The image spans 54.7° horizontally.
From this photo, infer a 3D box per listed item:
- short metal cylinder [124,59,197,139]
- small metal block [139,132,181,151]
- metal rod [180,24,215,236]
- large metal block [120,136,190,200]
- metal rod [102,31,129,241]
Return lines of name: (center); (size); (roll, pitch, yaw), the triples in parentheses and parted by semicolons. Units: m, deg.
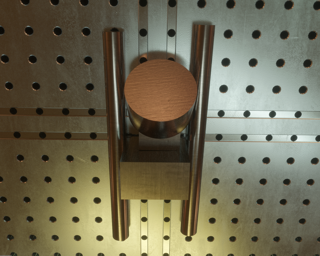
short metal cylinder: (0.001, -0.033, 0.365); (0.081, 0.050, 0.080); (1, 66, -1)
small metal block: (-0.001, 0.007, 0.402); (0.050, 0.050, 0.025); (1, 110, -1)
metal rod: (0.048, 0.017, 0.420); (0.025, 0.025, 0.298); (2, 110, -1)
large metal block: (-0.006, 0.049, 0.399); (0.081, 0.080, 0.050); (1, 110, -1)
metal rod: (-0.058, 0.024, 0.422); (0.025, 0.025, 0.298); (1, 110, 0)
